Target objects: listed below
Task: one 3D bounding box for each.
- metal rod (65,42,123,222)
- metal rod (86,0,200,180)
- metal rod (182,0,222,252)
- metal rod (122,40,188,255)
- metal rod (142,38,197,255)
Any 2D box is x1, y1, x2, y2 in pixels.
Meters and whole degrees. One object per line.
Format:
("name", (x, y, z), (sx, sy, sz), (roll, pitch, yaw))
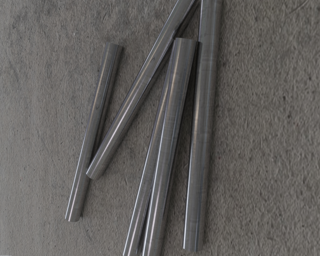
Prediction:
("metal rod", (-0.108, 0.014, 0.494), (0.025, 0.025, 0.298), (27, 107, 37))
("metal rod", (-0.034, -0.043, 0.433), (0.025, 0.025, 0.298), (46, 117, 30))
("metal rod", (0.049, -0.005, 0.364), (0.025, 0.025, 0.298), (7, 94, 40))
("metal rod", (-0.006, 0.037, 0.409), (0.025, 0.025, 0.298), (23, 104, 38))
("metal rod", (0.008, 0.043, 0.385), (0.025, 0.025, 0.298), (19, 106, 38))
